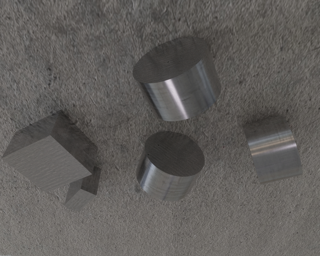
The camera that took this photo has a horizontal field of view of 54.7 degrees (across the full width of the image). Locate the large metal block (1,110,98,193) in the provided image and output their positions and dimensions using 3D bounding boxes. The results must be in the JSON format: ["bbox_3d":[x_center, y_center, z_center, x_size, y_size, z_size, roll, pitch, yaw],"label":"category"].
[{"bbox_3d":[-0.144,0.033,0.418,0.080,0.050,0.080,-23,127,18],"label":"large metal block"}]

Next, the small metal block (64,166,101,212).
[{"bbox_3d":[-0.115,0.089,0.465,0.025,0.050,0.050,31,124,-24],"label":"small metal block"}]

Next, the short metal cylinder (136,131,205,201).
[{"bbox_3d":[0.013,0.050,0.413,0.081,0.080,0.050,12,129,-10],"label":"short metal cylinder"}]

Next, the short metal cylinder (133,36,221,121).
[{"bbox_3d":[0.019,-0.053,0.326,0.080,0.080,0.050,-17,128,14],"label":"short metal cylinder"}]

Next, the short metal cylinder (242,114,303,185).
[{"bbox_3d":[0.142,0.028,0.396,0.050,0.080,0.080,-17,128,14],"label":"short metal cylinder"}]
